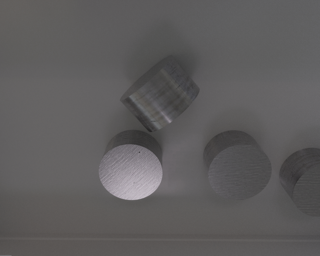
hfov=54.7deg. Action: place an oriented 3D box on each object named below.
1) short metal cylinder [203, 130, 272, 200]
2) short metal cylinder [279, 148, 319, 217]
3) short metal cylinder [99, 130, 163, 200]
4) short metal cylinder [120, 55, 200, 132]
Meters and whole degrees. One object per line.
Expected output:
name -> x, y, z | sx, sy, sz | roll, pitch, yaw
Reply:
short metal cylinder -> 0.102, 0.049, 0.417 | 0.081, 0.050, 0.079 | 0, 110, 0
short metal cylinder -> 0.214, 0.074, 0.427 | 0.081, 0.050, 0.079 | 0, 110, 0
short metal cylinder -> -0.037, 0.048, 0.415 | 0.081, 0.050, 0.079 | 0, 110, 0
short metal cylinder -> 0.000, -0.041, 0.367 | 0.080, 0.080, 0.050 | -38, 106, 13
